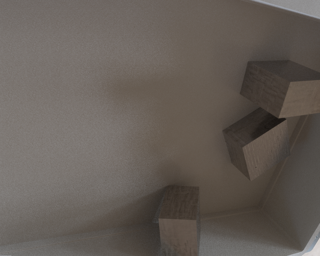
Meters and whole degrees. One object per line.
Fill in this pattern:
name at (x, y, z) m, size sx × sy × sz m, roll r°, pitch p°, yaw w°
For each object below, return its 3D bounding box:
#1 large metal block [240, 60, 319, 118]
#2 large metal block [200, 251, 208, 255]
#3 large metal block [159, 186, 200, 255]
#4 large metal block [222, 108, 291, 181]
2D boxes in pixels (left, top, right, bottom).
large metal block at (0.174, -0.057, 0.432) m, size 0.081 × 0.080 × 0.050 m, roll -7°, pitch 122°, yaw -25°
large metal block at (0.088, 0.313, 0.636) m, size 0.080 × 0.050 × 0.080 m, roll -40°, pitch 129°, yaw -1°
large metal block at (0.032, 0.143, 0.461) m, size 0.050 × 0.080 × 0.079 m, roll 0°, pitch 112°, yaw 10°
large metal block at (0.154, 0.024, 0.491) m, size 0.080 × 0.050 × 0.080 m, roll -31°, pitch 129°, yaw -8°
